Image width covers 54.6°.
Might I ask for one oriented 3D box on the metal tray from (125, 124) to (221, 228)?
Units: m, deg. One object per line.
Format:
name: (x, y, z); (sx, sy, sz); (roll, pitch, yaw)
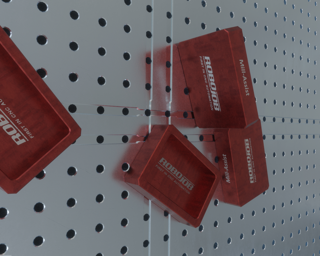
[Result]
metal tray: (0.024, 0.067, 0.424); (0.130, 0.030, 0.090); (44, 64, -31)

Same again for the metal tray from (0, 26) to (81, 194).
metal tray: (-0.146, -0.016, 0.282); (0.090, 0.030, 0.130); (-47, 118, -29)

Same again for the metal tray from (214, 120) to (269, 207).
metal tray: (0.139, 0.054, 0.521); (0.091, 0.030, 0.129); (-17, 101, -39)

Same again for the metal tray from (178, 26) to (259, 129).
metal tray: (0.080, -0.065, 0.431); (0.030, 0.090, 0.129); (-24, 105, -37)
